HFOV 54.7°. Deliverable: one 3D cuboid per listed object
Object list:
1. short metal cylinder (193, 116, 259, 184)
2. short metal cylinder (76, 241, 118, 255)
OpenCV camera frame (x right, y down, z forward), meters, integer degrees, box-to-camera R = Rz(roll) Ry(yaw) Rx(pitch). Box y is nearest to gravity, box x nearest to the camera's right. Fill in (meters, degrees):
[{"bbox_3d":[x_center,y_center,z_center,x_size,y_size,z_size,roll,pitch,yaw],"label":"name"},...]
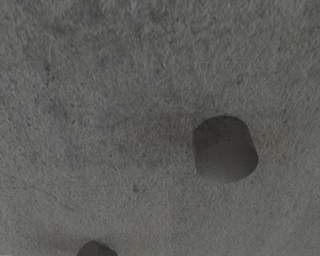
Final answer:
[{"bbox_3d":[0.086,0.030,0.418,0.081,0.050,0.079,0,130,0],"label":"short metal cylinder"},{"bbox_3d":[-0.126,0.267,0.597,0.080,0.080,0.050,-36,122,26],"label":"short metal cylinder"}]
